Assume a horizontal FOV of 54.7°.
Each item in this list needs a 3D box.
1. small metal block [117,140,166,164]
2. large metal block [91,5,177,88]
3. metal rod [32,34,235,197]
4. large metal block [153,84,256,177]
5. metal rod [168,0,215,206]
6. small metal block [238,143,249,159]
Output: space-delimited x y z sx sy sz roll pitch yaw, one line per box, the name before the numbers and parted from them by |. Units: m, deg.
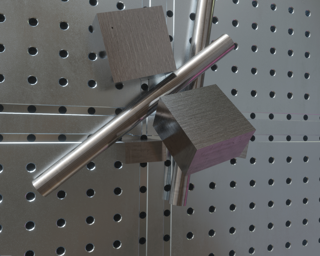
small metal block | -0.025 0.028 0.390 0.050 0.050 0.025 -2 91 -20
large metal block | -0.034 -0.100 0.387 0.081 0.050 0.080 -15 95 -19
metal rod | -0.025 -0.022 0.387 0.301 0.025 0.025 -39 103 -10
large metal block | 0.049 0.000 0.365 0.081 0.050 0.080 -16 54 -26
metal rod | 0.045 -0.044 0.428 0.025 0.025 0.298 9 87 -20
small metal block | 0.086 0.023 0.431 0.050 0.050 0.025 13 86 -20
